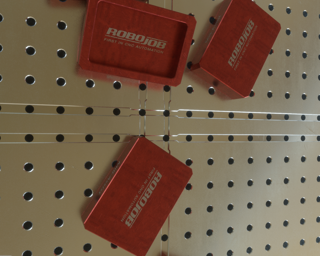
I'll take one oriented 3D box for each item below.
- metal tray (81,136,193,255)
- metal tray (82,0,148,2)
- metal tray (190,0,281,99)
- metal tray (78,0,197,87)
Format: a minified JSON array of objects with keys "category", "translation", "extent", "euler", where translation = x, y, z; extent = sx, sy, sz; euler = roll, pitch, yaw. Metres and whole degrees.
[{"category":"metal tray","translation":[-0.028,0.087,0.401],"extent":[0.090,0.030,0.130],"euler":[35,78,-17]},{"category":"metal tray","translation":[-0.076,-0.207,0.382],"extent":[0.131,0.030,0.089],"euler":[-6,92,-20]},{"category":"metal tray","translation":[0.112,-0.119,0.453],"extent":[0.090,0.030,0.130],"euler":[31,80,-18]},{"category":"metal tray","translation":[-0.029,-0.108,0.384],"extent":[0.131,0.030,0.089],"euler":[8,108,-20]}]
